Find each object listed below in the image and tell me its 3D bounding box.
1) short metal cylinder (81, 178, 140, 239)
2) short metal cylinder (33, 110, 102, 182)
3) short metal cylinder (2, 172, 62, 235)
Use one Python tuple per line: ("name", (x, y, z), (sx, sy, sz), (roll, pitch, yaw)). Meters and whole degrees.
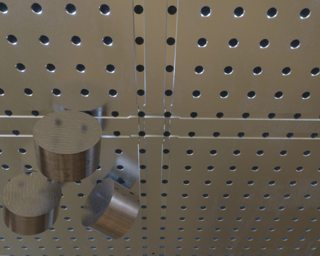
("short metal cylinder", (-0.077, 0.124, 0.480), (0.050, 0.080, 0.080), (37, 121, -27))
("short metal cylinder", (-0.116, 0.022, 0.392), (0.081, 0.080, 0.050), (7, 130, -7))
("short metal cylinder", (-0.194, 0.113, 0.469), (0.081, 0.080, 0.050), (13, 129, -11))
